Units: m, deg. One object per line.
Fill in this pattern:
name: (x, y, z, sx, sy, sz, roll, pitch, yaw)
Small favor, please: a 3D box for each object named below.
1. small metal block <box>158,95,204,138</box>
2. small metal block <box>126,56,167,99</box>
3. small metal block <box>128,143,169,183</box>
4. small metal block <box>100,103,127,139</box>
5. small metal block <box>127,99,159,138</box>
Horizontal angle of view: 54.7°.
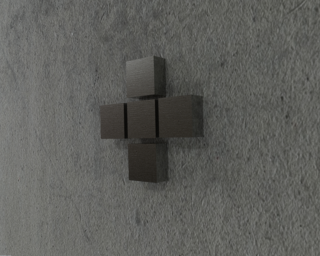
small metal block: (0.026, -0.013, 0.384, 0.050, 0.025, 0.050, -2, 89, 39)
small metal block: (-0.019, -0.067, 0.420, 0.050, 0.025, 0.050, -2, 89, 39)
small metal block: (-0.016, 0.046, 0.418, 0.050, 0.025, 0.050, -3, 88, 39)
small metal block: (-0.061, -0.009, 0.455, 0.050, 0.025, 0.050, -2, 89, 39)
small metal block: (-0.017, -0.011, 0.419, 0.050, 0.025, 0.050, -2, 89, 39)
